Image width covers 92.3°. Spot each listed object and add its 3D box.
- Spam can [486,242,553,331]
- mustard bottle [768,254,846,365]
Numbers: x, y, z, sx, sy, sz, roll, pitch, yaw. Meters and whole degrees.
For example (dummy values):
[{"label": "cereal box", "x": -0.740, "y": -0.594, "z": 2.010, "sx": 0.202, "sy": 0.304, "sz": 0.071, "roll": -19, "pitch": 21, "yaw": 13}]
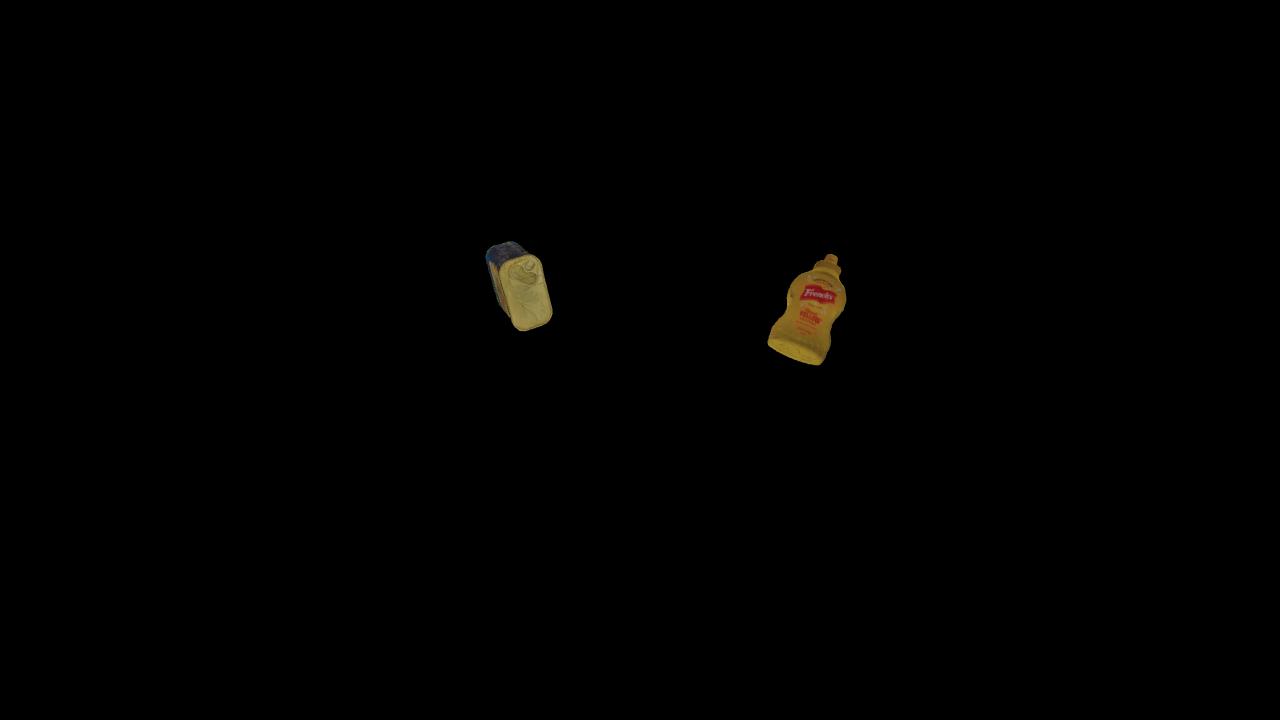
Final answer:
[{"label": "Spam can", "x": -0.166, "y": -0.102, "z": 0.832, "sx": 0.058, "sy": 0.101, "sz": 0.085, "roll": -21, "pitch": 31, "yaw": -20}, {"label": "mustard bottle", "x": 0.272, "y": -0.088, "z": 0.962, "sx": 0.092, "sy": 0.184, "sz": 0.054, "roll": 21, "pitch": -18, "yaw": 14}]
